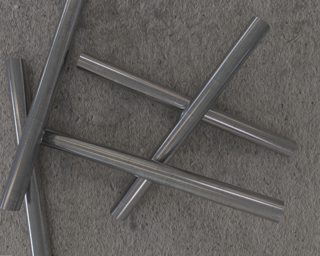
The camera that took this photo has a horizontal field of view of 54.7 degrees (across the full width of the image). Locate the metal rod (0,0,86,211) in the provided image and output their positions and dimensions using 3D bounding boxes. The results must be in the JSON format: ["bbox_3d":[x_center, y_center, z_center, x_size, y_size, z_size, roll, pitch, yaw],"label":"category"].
[{"bbox_3d":[-0.144,-0.046,0.393,0.025,0.025,0.299,15,84,0],"label":"metal rod"}]

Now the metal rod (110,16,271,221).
[{"bbox_3d":[0.032,-0.005,0.387,0.025,0.025,0.299,36,99,0],"label":"metal rod"}]

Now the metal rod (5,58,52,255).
[{"bbox_3d":[-0.171,0.059,0.408,0.025,0.025,0.298,-8,90,0],"label":"metal rod"}]

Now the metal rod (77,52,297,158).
[{"bbox_3d":[0.035,-0.030,0.410,0.301,0.025,0.025,23,90,0],"label":"metal rod"}]

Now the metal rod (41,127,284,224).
[{"bbox_3d":[-0.010,0.051,0.371,0.301,0.025,0.025,16,90,15],"label":"metal rod"}]
